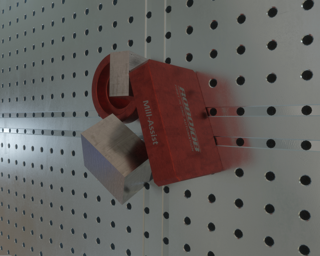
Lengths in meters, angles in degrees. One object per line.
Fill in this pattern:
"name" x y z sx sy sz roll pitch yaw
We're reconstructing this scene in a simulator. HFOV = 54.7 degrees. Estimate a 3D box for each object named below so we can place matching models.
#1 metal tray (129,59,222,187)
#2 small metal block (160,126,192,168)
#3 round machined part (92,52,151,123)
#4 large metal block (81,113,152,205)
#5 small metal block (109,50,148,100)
"metal tray" 0.019 -0.006 0.349 0.030 0.091 0.129 -23 76 38
"small metal block" 0.015 0.025 0.389 0.050 0.025 0.050 19 107 49
"round machined part" -0.048 -0.055 0.436 0.098 0.042 0.097 0 90 39
"large metal block" -0.056 0.042 0.408 0.080 0.050 0.080 41 147 20
"small metal block" -0.034 -0.060 0.366 0.025 0.050 0.050 0 89 26
